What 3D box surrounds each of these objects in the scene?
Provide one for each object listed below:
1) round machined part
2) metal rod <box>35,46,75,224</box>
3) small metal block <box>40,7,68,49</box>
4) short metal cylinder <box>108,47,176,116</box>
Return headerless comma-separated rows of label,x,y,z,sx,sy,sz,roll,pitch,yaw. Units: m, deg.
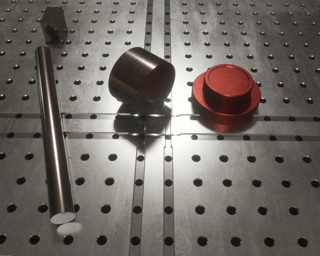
round machined part,0.095,-0.055,0.444,0.099,0.042,0.098,0,50,0
metal rod,-0.147,-0.015,0.417,0.025,0.025,0.299,-13,51,-11
small metal block,-0.181,-0.173,0.534,0.025,0.050,0.050,0,50,0
short metal cylinder,-0.024,-0.064,0.425,0.050,0.080,0.080,34,58,25
